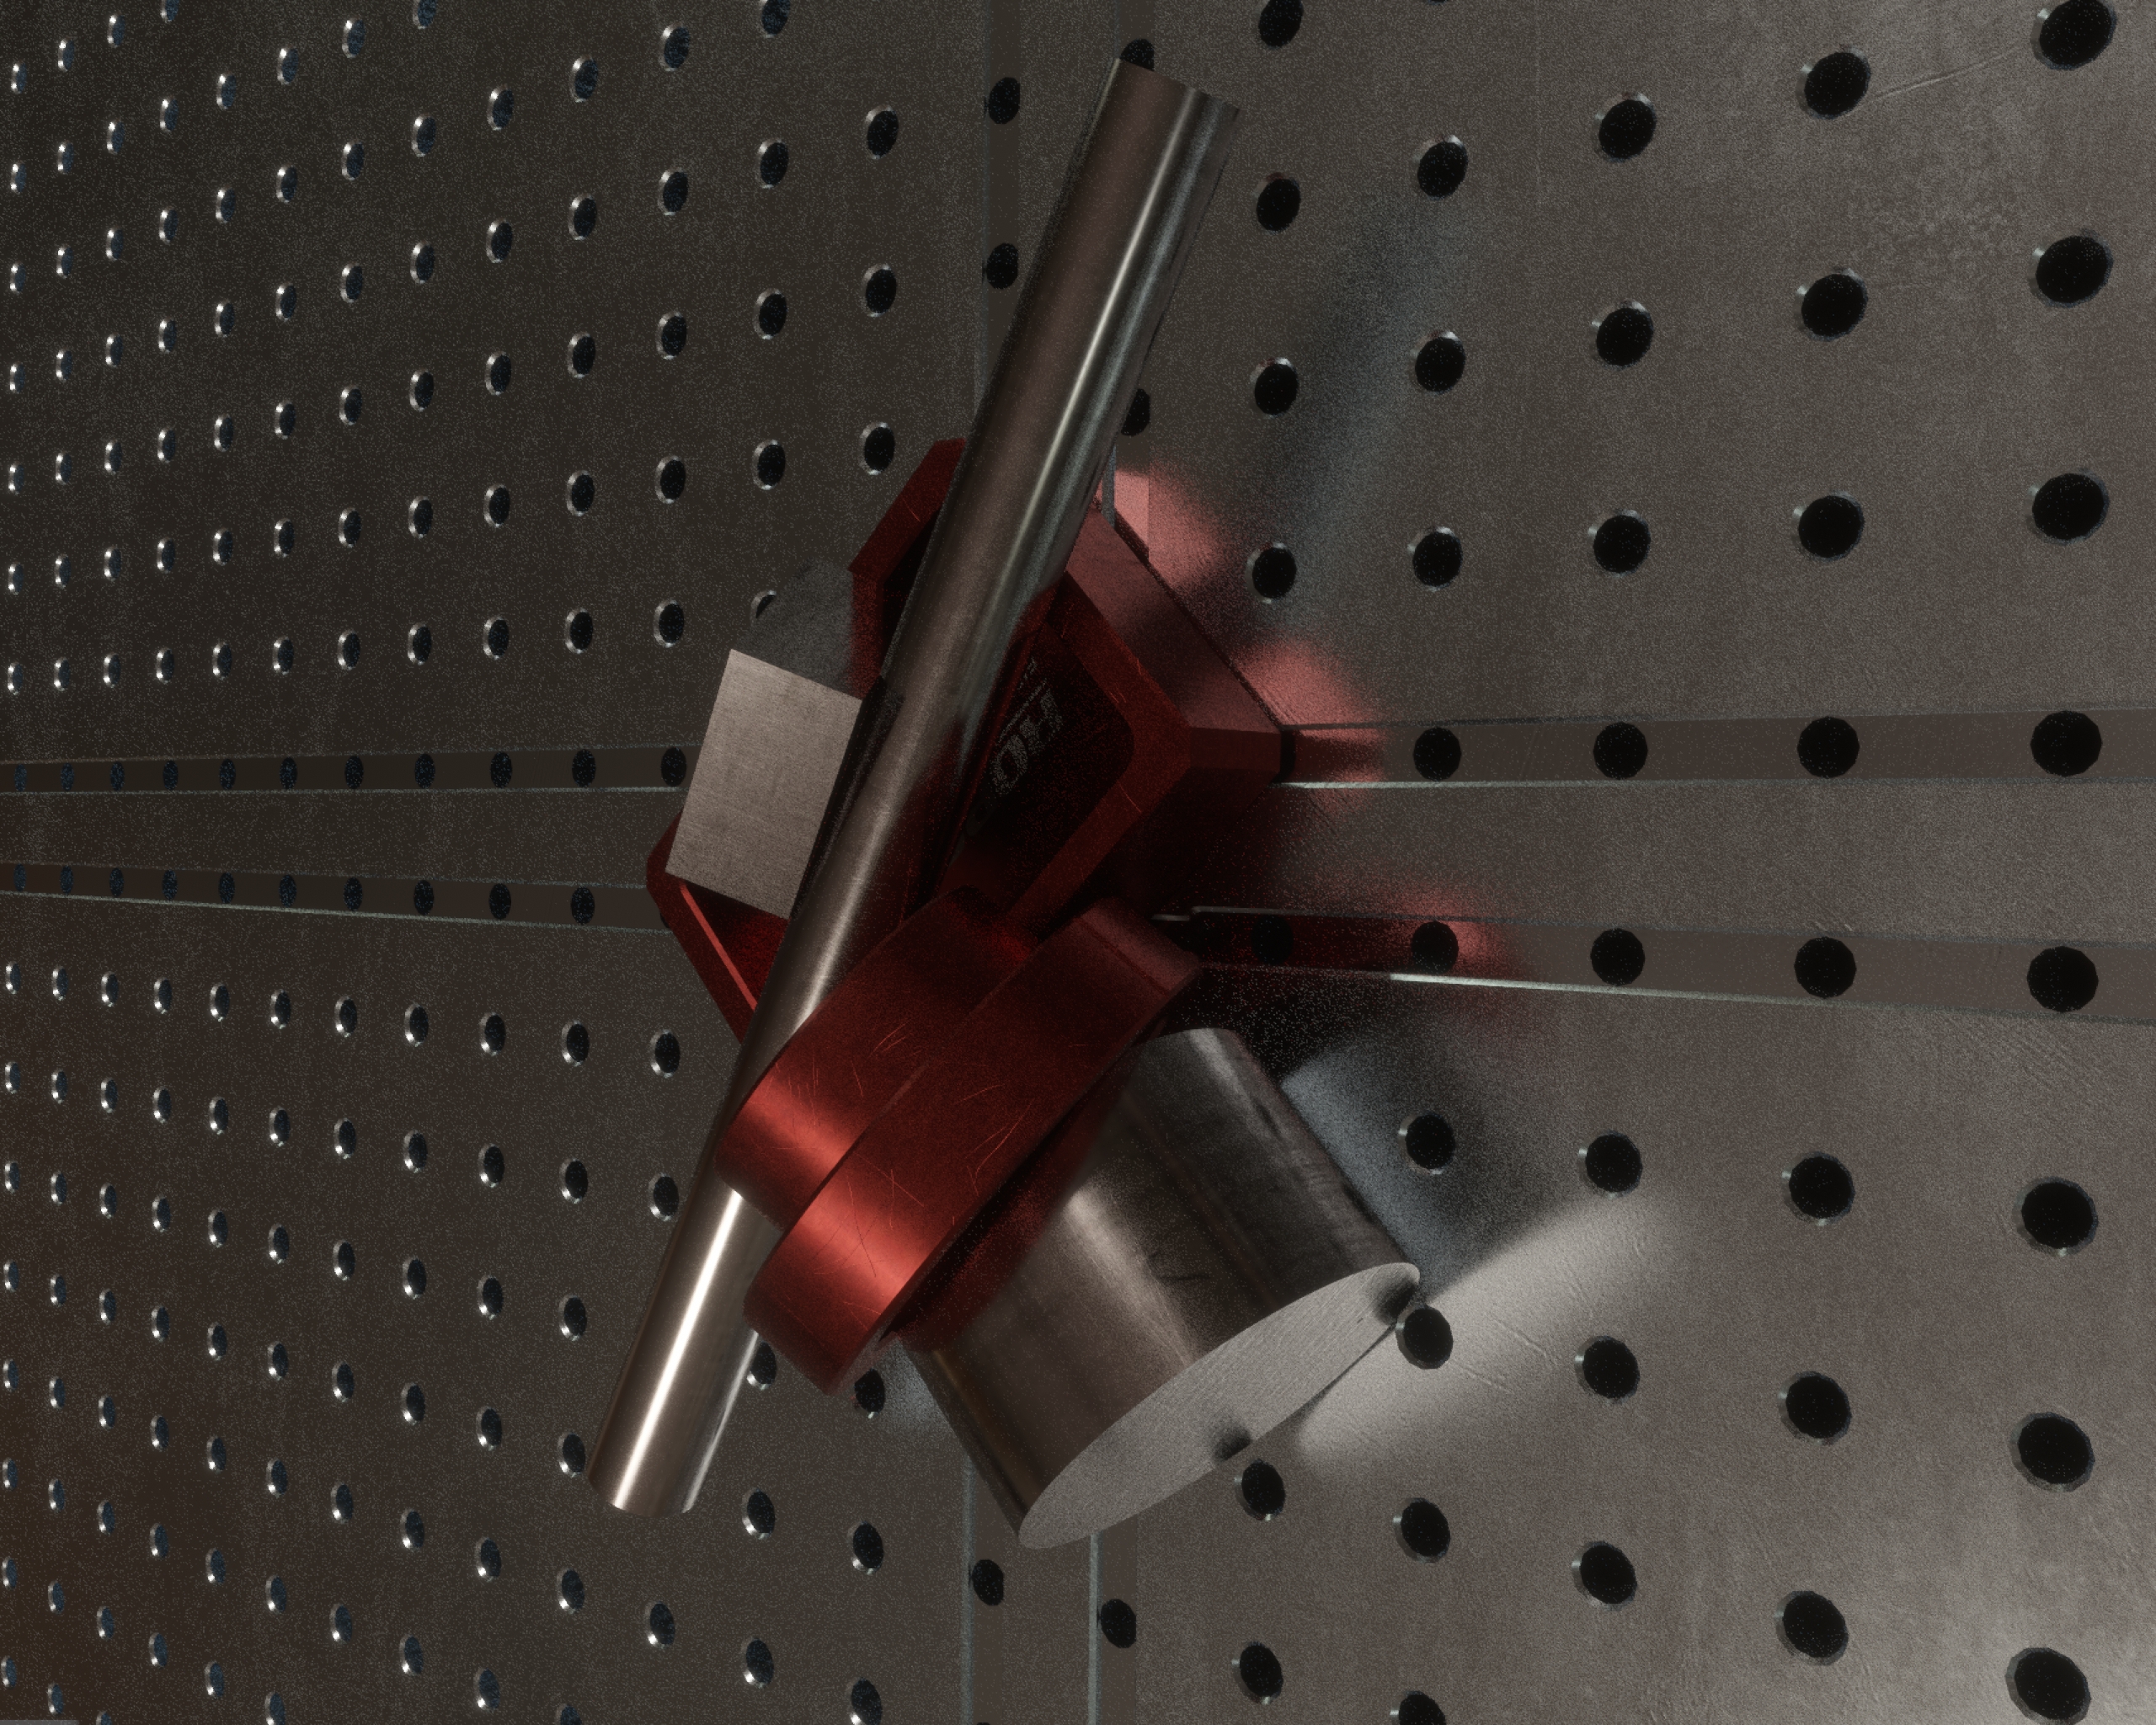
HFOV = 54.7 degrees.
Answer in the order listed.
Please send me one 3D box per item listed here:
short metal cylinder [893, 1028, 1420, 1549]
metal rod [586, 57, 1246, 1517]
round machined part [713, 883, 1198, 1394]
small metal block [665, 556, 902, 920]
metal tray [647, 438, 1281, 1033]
[{"bbox_3d":[0.011,0.074,0.361,0.080,0.081,0.050,-51,61,28],"label":"short metal cylinder"},{"bbox_3d":[-0.038,-0.001,0.399,0.025,0.025,0.298,35,111,34],"label":"metal rod"},{"bbox_3d":[-0.025,0.042,0.367,0.042,0.098,0.097,41,116,8],"label":"round machined part"},{"bbox_3d":[-0.054,-0.025,0.407,0.025,0.050,0.050,22,119,-1],"label":"small metal block"},{"bbox_3d":[-0.029,-0.009,0.427,0.129,0.030,0.090,-50,61,28],"label":"metal tray"}]
